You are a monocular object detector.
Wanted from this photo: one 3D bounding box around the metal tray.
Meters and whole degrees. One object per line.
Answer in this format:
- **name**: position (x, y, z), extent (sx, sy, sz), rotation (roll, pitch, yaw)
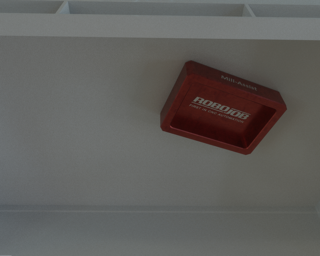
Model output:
- **metal tray**: position (0.076, -0.021, 0.388), extent (0.131, 0.030, 0.089), rotation (16, 128, -14)
